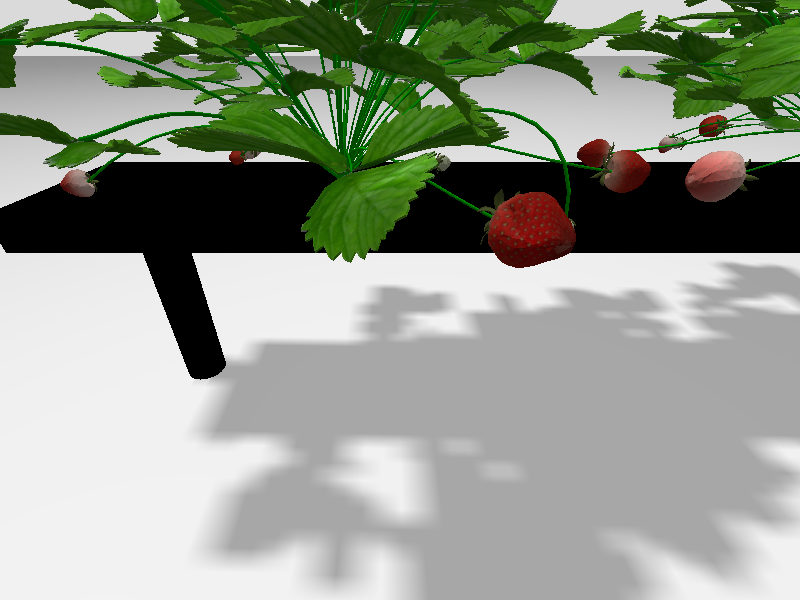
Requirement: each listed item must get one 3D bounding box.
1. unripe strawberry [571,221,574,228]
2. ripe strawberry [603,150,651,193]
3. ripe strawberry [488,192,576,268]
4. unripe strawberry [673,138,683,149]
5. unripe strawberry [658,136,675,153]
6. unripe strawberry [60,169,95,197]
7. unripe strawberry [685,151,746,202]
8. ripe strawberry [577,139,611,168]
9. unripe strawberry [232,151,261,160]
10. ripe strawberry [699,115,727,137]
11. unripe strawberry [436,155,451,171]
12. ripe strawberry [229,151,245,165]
[{"bbox_3d":[0.091,-0.040,0.225,0.011,0.011,0.011,28,42,36],"label":"unripe strawberry"},{"bbox_3d":[0.184,-0.104,0.323,0.033,0.033,0.031,4,33,4],"label":"ripe strawberry"},{"bbox_3d":[0.068,-0.034,0.205,0.044,0.039,0.040,-22,39,-30],"label":"ripe strawberry"},{"bbox_3d":[0.313,-0.177,0.452,0.013,0.011,0.013,-21,27,-29],"label":"unripe strawberry"},{"bbox_3d":[0.291,-0.170,0.439,0.017,0.017,0.015,-28,60,-36],"label":"unripe strawberry"},{"bbox_3d":[-0.251,-0.090,0.311,0.022,0.021,0.020,-14,34,-4],"label":"unripe strawberry"},{"bbox_3d":[0.232,-0.092,0.300,0.039,0.038,0.036,-9,34,-13],"label":"unripe strawberry"},{"bbox_3d":[0.185,-0.141,0.384,0.028,0.027,0.026,7,33,11],"label":"ripe strawberry"},{"bbox_3d":[-0.163,-0.165,0.414,0.038,0.037,0.035,22,39,31],"label":"unripe strawberry"},{"bbox_3d":[0.390,-0.218,0.502,0.029,0.025,0.029,-2,25,-3],"label":"ripe strawberry"},{"bbox_3d":[0.041,-0.128,0.373,0.014,0.015,0.013,-11,34,-17],"label":"unripe strawberry"},{"bbox_3d":[-0.160,-0.140,0.392,0.016,0.013,0.016,2,30,30],"label":"ripe strawberry"}]
